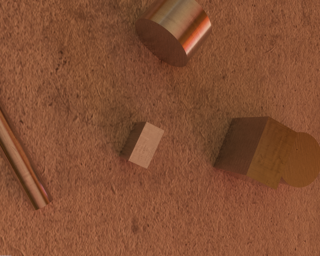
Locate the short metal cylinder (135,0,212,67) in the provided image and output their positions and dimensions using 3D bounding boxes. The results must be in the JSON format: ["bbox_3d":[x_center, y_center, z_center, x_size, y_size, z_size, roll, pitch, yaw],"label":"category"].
[{"bbox_3d":[0.016,-0.122,0.385,0.080,0.080,0.050,41,77,-16],"label":"short metal cylinder"}]

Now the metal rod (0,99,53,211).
[{"bbox_3d":[-0.197,-0.046,0.336,0.025,0.025,0.299,-27,99,-18],"label":"metal rod"}]

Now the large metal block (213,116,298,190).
[{"bbox_3d":[0.128,0.032,0.427,0.050,0.080,0.080,26,81,-18],"label":"large metal block"}]

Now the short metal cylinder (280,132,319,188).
[{"bbox_3d":[0.193,0.045,0.467,0.081,0.050,0.079,0,90,-20],"label":"short metal cylinder"}]

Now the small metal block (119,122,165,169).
[{"bbox_3d":[-0.024,0.020,0.387,0.025,0.050,0.050,27,81,-18],"label":"small metal block"}]
